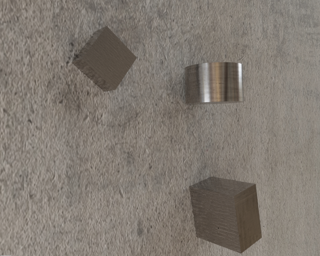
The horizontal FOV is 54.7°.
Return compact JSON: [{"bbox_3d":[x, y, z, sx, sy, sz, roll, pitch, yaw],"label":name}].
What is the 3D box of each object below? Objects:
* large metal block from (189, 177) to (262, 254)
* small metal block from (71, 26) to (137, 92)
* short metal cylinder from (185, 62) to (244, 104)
[{"bbox_3d":[0.094,0.121,0.448,0.050,0.080,0.079,-15,100,-39],"label":"large metal block"},{"bbox_3d":[-0.062,-0.077,0.352,0.050,0.025,0.050,43,64,-32],"label":"small metal block"},{"bbox_3d":[0.075,-0.060,0.432,0.081,0.080,0.050,-3,92,-40],"label":"short metal cylinder"}]
